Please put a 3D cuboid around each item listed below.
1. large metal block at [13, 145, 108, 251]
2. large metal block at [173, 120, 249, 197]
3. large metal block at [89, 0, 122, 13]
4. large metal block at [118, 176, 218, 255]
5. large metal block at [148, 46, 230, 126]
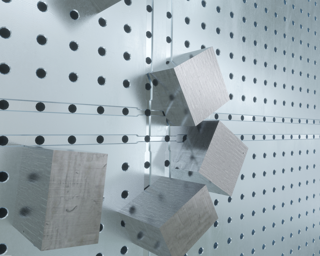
[{"bbox_3d":[-0.096,0.060,0.292,0.050,0.080,0.080,9,84,-40],"label":"large metal block"},{"bbox_3d":[0.076,0.044,0.456,0.080,0.050,0.080,38,67,-33],"label":"large metal block"},{"bbox_3d":[-0.039,-0.181,0.339,0.050,0.080,0.080,50,61,-28],"label":"large metal block"},{"bbox_3d":[0.010,0.107,0.381,0.080,0.080,0.050,-34,111,-35],"label":"large metal block"},{"bbox_3d":[0.042,-0.056,0.427,0.080,0.050,0.080,-35,112,-34],"label":"large metal block"}]
